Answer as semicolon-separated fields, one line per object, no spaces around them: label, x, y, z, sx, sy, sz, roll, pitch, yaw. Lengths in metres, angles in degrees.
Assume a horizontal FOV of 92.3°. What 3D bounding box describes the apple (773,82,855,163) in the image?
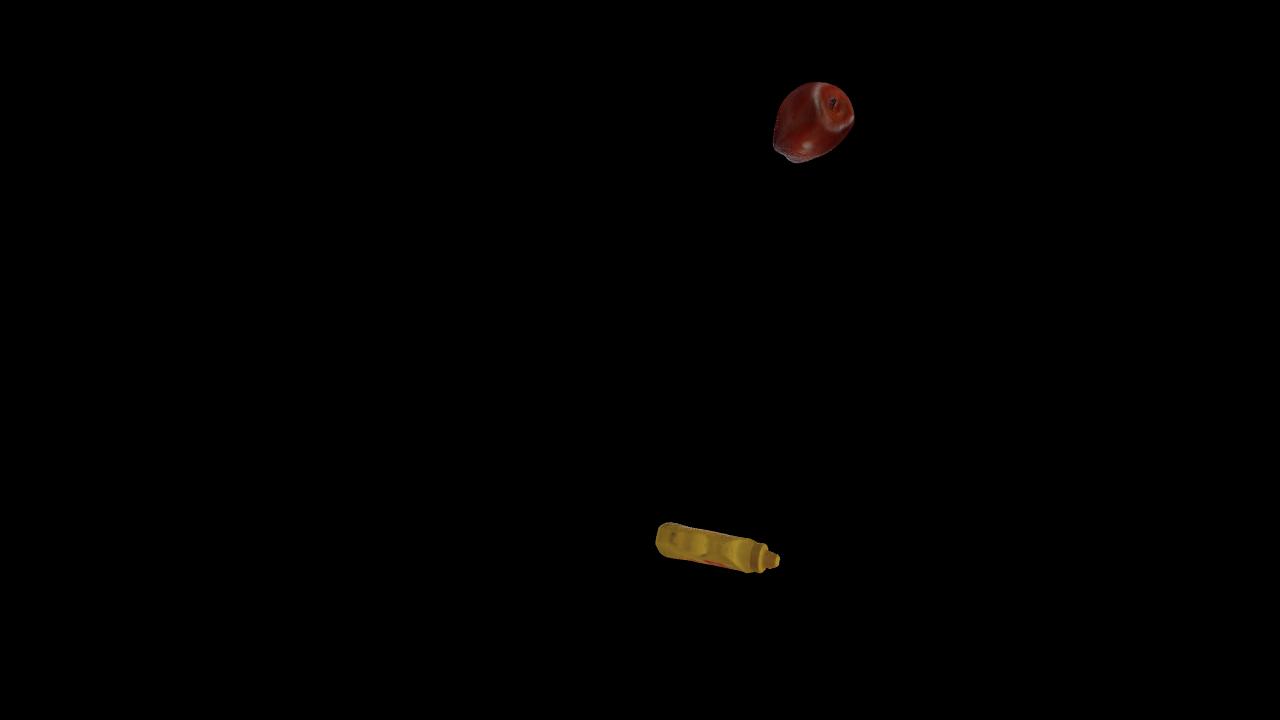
apple;0.190;-0.265;0.687;0.079;0.079;0.093;0;-12;-23

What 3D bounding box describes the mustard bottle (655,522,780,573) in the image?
mustard bottle;0.122;0.288;0.934;0.184;0.054;0.092;2;-29;30
